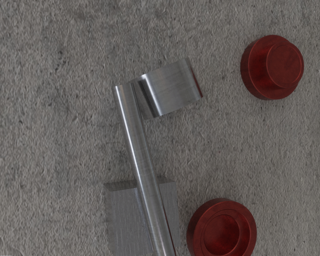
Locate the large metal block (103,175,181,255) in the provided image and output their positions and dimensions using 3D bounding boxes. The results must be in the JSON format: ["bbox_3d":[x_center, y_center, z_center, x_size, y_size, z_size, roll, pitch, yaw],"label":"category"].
[{"bbox_3d":[-0.024,0.108,0.387,0.081,0.050,0.079,-5,92,-20],"label":"large metal block"}]

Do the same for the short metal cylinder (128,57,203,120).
[{"bbox_3d":[0.007,-0.049,0.383,0.081,0.080,0.050,-25,99,-18],"label":"short metal cylinder"}]

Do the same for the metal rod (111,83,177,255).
[{"bbox_3d":[-0.006,0.098,0.353,0.025,0.025,0.298,-16,95,-19],"label":"metal rod"}]

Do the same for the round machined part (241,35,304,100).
[{"bbox_3d":[0.174,-0.091,0.465,0.099,0.042,0.097,0,90,-20],"label":"round machined part"}]

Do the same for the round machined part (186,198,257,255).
[{"bbox_3d":[0.081,0.146,0.430,0.099,0.042,0.097,0,90,-20],"label":"round machined part"}]
